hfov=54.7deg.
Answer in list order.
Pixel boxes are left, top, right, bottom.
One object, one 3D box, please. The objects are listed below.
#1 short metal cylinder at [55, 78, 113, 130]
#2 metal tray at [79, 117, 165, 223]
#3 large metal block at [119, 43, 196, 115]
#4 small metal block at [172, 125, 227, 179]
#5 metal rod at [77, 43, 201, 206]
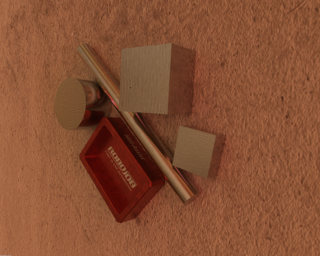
[{"bbox_3d":[-0.121,-0.036,0.487,0.080,0.050,0.079,0,90,39],"label":"short metal cylinder"},{"bbox_3d":[-0.060,0.058,0.450,0.130,0.030,0.090,52,120,27],"label":"metal tray"},{"bbox_3d":[-0.004,-0.058,0.392,0.080,0.050,0.079,6,94,39],"label":"large metal block"},{"bbox_3d":[0.046,0.027,0.367,0.050,0.025,0.050,17,101,38],"label":"small metal block"},{"bbox_3d":[-0.043,-0.021,0.439,0.025,0.025,0.300,-52,60,27],"label":"metal rod"}]
